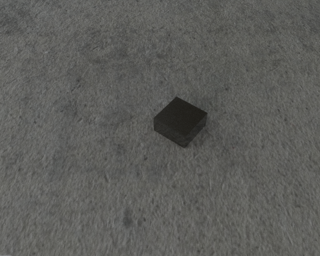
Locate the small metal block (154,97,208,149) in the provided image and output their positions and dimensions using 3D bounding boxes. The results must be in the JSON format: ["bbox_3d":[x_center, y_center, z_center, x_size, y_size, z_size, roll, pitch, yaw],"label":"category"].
[{"bbox_3d":[0.027,-0.008,0.411,0.050,0.025,0.050,31,56,23],"label":"small metal block"}]
